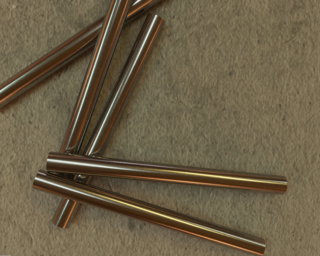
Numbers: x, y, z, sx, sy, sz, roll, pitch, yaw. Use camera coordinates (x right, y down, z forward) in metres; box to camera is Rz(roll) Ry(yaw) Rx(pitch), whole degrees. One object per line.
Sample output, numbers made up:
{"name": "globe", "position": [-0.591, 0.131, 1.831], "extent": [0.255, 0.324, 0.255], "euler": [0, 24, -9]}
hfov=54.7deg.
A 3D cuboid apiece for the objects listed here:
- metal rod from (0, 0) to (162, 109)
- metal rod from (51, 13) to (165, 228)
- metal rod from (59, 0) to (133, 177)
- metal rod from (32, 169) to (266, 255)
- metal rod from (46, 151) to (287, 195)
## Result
{"name": "metal rod", "position": [-0.102, -0.114, 0.408], "extent": [0.301, 0.025, 0.025], "euler": [-34, 90, -1]}
{"name": "metal rod", "position": [-0.068, -0.010, 0.409], "extent": [0.025, 0.025, 0.299], "euler": [25, 90, -1]}
{"name": "metal rod", "position": [-0.080, -0.070, 0.392], "extent": [0.025, 0.025, 0.298], "euler": [21, 96, -1]}
{"name": "metal rod", "position": [-0.008, 0.110, 0.394], "extent": [0.302, 0.025, 0.025], "euler": [19, 90, -7]}
{"name": "metal rod", "position": [0.014, 0.059, 0.395], "extent": [0.302, 0.025, 0.025], "euler": [7, 90, -7]}
